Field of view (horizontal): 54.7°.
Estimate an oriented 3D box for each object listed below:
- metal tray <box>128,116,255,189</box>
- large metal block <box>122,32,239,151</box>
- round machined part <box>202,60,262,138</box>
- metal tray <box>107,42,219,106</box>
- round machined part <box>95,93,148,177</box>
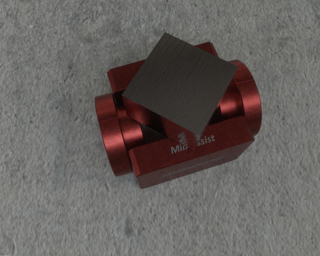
[{"bbox_3d":[0.034,0.032,0.362,0.131,0.090,0.030,-17,71,-6],"label":"metal tray"},{"bbox_3d":[0.020,-0.036,0.311,0.080,0.050,0.080,28,72,9],"label":"large metal block"},{"bbox_3d":[0.083,-0.032,0.383,0.042,0.098,0.098,-15,71,-5],"label":"round machined part"},{"bbox_3d":[0.005,-0.057,0.397,0.131,0.090,0.030,-17,71,-7],"label":"metal tray"},{"bbox_3d":[-0.043,0.005,0.368,0.042,0.098,0.098,-15,71,-5],"label":"round machined part"}]
